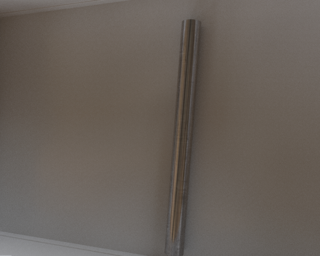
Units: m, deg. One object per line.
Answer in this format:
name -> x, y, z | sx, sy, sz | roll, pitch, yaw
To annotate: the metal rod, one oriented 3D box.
metal rod -> 0.029, 0.014, 0.400 | 0.025, 0.025, 0.298 | 5, 92, 20
